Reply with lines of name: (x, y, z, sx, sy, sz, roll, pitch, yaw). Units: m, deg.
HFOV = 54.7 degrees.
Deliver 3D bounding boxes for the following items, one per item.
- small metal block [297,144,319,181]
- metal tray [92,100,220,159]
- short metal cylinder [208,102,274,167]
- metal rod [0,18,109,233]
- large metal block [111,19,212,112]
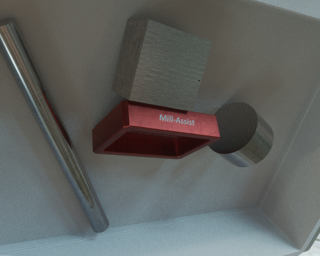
small metal block: (0.313, 0.069, 0.612, 0.050, 0.050, 0.025, -42, 130, 0)
metal tray: (-0.005, 0.008, 0.376, 0.131, 0.030, 0.090, 8, 154, -32)
short metal cylinder: (0.113, 0.010, 0.443, 0.050, 0.080, 0.080, 35, 99, -39)
metal rod: (-0.113, 0.024, 0.362, 0.025, 0.025, 0.298, -24, 127, -14)
large metal block: (0.001, -0.068, 0.343, 0.081, 0.050, 0.079, 8, 103, -32)
